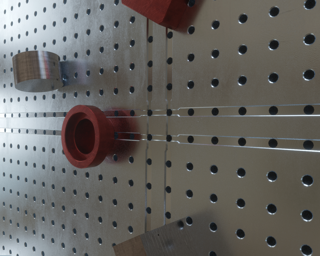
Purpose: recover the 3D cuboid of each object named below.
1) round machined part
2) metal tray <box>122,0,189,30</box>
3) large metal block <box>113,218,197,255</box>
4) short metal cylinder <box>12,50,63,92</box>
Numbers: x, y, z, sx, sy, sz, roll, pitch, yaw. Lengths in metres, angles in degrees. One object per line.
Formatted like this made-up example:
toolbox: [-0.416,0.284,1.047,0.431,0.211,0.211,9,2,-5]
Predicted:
round machined part: [-0.110,0.013,0.489,0.098,0.042,0.097,0,90,40]
metal tray: [0.009,-0.206,0.399,0.090,0.030,0.129,40,114,32]
large metal block: [0.001,0.164,0.373,0.050,0.081,0.080,-35,69,34]
short metal cylinder: [-0.217,-0.099,0.553,0.080,0.081,0.050,-15,81,39]
